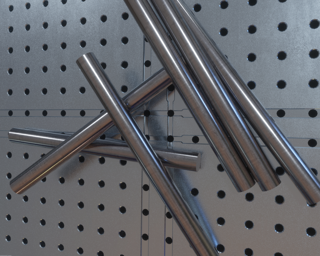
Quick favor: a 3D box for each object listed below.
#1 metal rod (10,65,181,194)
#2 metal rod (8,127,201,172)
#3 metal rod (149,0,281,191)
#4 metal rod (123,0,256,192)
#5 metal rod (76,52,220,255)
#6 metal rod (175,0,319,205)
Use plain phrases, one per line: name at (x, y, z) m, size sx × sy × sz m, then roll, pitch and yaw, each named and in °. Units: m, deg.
metal rod at (-0.083, -0.002, 0.421) m, size 0.300 × 0.025 × 0.025 m, roll -36°, pitch 79°, yaw 8°
metal rod at (-0.092, 0.028, 0.445) m, size 0.301 × 0.025 × 0.025 m, roll 7°, pitch 92°, yaw 19°
metal rod at (0.057, -0.061, 0.374) m, size 0.025 × 0.025 × 0.299 m, roll -31°, pitch 87°, yaw 17°
metal rod at (0.028, -0.057, 0.377) m, size 0.025 × 0.025 × 0.299 m, roll -31°, pitch 90°, yaw 17°
metal rod at (-0.015, 0.039, 0.390) m, size 0.025 × 0.025 × 0.299 m, roll -32°, pitch 90°, yaw 17°
metal rod at (0.097, -0.043, 0.378) m, size 0.025 × 0.025 × 0.299 m, roll -37°, pitch 78°, yaw 16°
